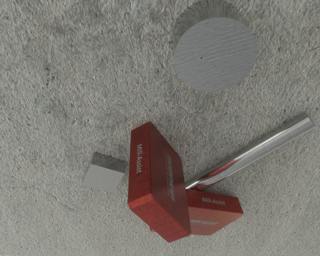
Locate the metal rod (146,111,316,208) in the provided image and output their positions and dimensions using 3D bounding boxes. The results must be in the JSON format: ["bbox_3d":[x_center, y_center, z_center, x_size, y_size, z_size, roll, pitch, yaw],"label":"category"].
[{"bbox_3d":[0.086,0.068,0.466,0.299,0.025,0.025,-36,122,26],"label":"metal rod"}]

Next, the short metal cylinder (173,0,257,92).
[{"bbox_3d":[0.054,-0.084,0.320,0.081,0.050,0.079,0,130,0],"label":"short metal cylinder"}]

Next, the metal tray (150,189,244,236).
[{"bbox_3d":[0.058,0.139,0.500,0.131,0.030,0.090,16,133,-32],"label":"metal tray"}]

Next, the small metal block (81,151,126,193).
[{"bbox_3d":[-0.084,0.067,0.463,0.050,0.025,0.050,19,127,-16],"label":"small metal block"}]

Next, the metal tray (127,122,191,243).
[{"bbox_3d":[-0.001,0.064,0.392,0.030,0.130,0.090,-27,126,17],"label":"metal tray"}]
